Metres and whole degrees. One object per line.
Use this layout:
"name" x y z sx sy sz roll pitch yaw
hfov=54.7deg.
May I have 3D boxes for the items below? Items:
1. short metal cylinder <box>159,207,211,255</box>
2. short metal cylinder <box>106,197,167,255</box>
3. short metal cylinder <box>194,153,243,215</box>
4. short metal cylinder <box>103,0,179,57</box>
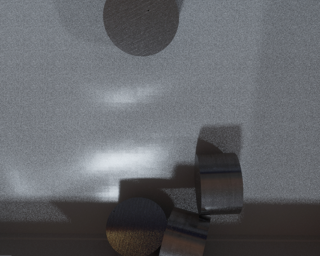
"short metal cylinder" 0.033 0.151 0.409 0.050 0.080 0.079 14 110 11
"short metal cylinder" -0.030 0.143 0.427 0.080 0.080 0.050 -2 144 0
"short metal cylinder" 0.075 0.073 0.410 0.050 0.080 0.079 -2 110 1
"short metal cylinder" -0.020 -0.125 0.352 0.081 0.050 0.079 0 110 0
